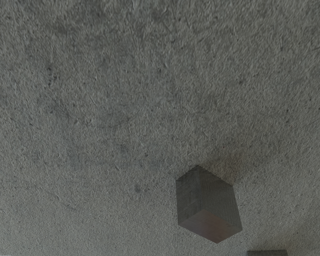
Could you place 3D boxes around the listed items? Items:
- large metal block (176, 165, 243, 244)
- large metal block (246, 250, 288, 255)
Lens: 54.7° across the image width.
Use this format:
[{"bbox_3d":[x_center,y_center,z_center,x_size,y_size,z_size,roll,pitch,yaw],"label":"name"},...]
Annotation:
[{"bbox_3d":[0.072,0.115,0.470,0.080,0.080,0.050,33,123,-25],"label":"large metal block"},{"bbox_3d":[0.223,0.300,0.648,0.080,0.050,0.080,-3,130,2],"label":"large metal block"}]
